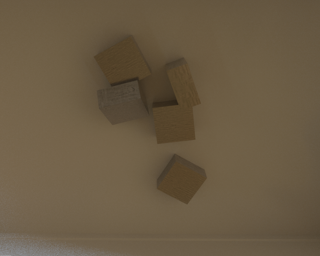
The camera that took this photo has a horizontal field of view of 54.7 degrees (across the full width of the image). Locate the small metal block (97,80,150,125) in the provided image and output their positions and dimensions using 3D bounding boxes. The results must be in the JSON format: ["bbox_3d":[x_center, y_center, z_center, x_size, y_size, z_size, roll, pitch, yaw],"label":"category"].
[{"bbox_3d":[-0.044,-0.030,0.385,0.050,0.050,0.025,-14,66,4],"label":"small metal block"}]

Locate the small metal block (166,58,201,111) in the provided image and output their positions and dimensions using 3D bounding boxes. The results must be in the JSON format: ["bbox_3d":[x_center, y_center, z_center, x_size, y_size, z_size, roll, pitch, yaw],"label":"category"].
[{"bbox_3d":[0.027,-0.055,0.378,0.025,0.050,0.050,-19,109,6],"label":"small metal block"}]

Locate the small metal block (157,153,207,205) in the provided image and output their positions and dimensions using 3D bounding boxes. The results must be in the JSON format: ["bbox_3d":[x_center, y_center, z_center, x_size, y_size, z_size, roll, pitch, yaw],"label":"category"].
[{"bbox_3d":[0.030,0.072,0.439,0.050,0.025,0.050,29,107,-11],"label":"small metal block"}]

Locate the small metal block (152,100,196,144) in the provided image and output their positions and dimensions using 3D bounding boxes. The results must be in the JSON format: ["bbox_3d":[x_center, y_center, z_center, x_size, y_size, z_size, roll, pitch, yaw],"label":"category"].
[{"bbox_3d":[0.018,-0.009,0.408,0.050,0.025,0.050,-7,110,2],"label":"small metal block"}]

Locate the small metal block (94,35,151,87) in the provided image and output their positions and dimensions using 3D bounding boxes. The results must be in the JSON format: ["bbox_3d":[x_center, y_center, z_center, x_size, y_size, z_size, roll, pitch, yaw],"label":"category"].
[{"bbox_3d":[-0.045,-0.079,0.382,0.050,0.025,0.050,-27,108,9],"label":"small metal block"}]
